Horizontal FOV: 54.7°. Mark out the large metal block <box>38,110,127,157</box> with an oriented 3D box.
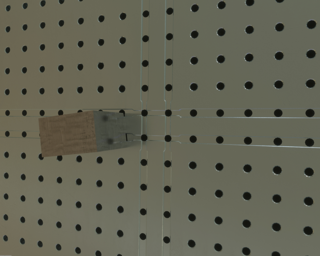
[{"bbox_3d":[-0.101,0.008,0.418,0.080,0.080,0.050,-7,88,19],"label":"large metal block"}]
